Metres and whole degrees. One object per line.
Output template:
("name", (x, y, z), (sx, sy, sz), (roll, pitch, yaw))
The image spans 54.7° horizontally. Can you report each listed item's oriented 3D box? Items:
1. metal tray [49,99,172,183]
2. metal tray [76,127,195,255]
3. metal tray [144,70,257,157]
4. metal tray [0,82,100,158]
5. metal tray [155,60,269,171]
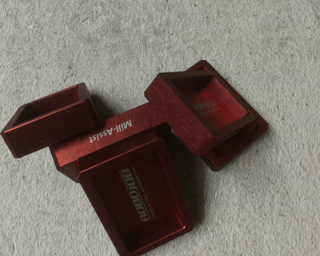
("metal tray", (-0.052, 0.019, 0.367), (0.131, 0.090, 0.030), (-23, 72, -9))
("metal tray", (-0.023, 0.074, 0.335), (0.091, 0.030, 0.129), (-23, 117, -8))
("metal tray", (0.053, -0.025, 0.360), (0.090, 0.030, 0.131), (50, 33, 15))
("metal tray", (-0.123, -0.016, 0.363), (0.091, 0.130, 0.030), (-23, 111, -9))
("metal tray", (0.066, -0.019, 0.414), (0.090, 0.030, 0.130), (-37, 74, -13))
